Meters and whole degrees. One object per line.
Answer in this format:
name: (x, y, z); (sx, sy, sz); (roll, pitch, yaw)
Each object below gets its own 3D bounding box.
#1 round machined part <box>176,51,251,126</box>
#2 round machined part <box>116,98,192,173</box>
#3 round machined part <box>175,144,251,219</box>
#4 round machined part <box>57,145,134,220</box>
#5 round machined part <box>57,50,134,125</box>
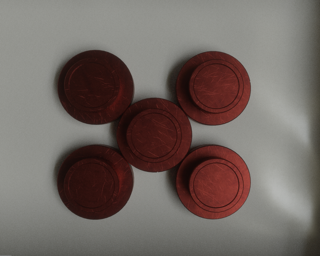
round machined part: (0.070, -0.052, 0.403); (0.099, 0.042, 0.097); (0, 90, -1)
round machined part: (-0.007, 0.009, 0.401); (0.099, 0.042, 0.097); (0, 90, -1)
round machined part: (0.070, 0.071, 0.403); (0.099, 0.042, 0.097); (0, 90, -1)
round machined part: (-0.084, 0.071, 0.401); (0.099, 0.042, 0.097); (0, 90, -1)
round machined part: (-0.084, -0.053, 0.400); (0.099, 0.042, 0.097); (0, 90, -1)
